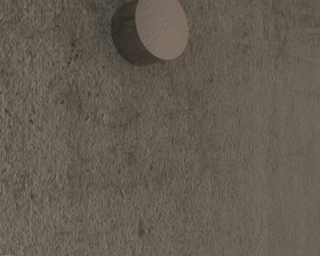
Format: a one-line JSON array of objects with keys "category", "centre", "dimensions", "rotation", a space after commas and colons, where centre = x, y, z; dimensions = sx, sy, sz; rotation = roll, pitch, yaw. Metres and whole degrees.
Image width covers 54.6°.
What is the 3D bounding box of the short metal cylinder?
[{"category": "short metal cylinder", "centre": [-0.012, -0.119, 0.377], "dimensions": [0.081, 0.050, 0.080], "rotation": [0, 90, -40]}]
